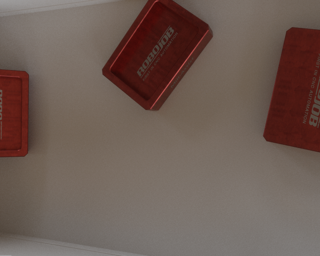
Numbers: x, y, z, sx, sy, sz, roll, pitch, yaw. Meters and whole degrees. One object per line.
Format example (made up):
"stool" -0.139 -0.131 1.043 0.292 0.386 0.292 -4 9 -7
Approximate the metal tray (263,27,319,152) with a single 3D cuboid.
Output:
"metal tray" 0.175 -0.040 0.346 0.090 0.030 0.129 13 94 19

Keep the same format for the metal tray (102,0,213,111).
"metal tray" -0.005 -0.098 0.408 0.090 0.030 0.130 40 102 15

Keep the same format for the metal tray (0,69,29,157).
"metal tray" -0.246 -0.022 0.464 0.091 0.030 0.129 1 90 -23
